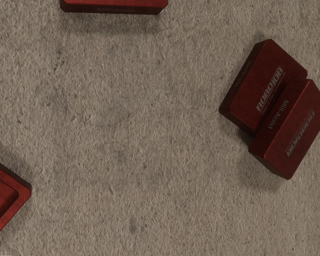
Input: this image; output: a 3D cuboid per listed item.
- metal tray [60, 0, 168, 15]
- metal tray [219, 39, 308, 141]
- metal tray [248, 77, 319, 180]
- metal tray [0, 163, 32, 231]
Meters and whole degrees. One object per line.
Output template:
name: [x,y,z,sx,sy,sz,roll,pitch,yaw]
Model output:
metal tray: [-0.059,-0.192,0.384,0.131,0.030,0.089,-6,92,-20]
metal tray: [0.157,-0.055,0.466,0.090,0.030,0.130,34,79,-17]
metal tray: [0.194,0.002,0.457,0.090,0.030,0.130,37,84,-37]
metal tray: [-0.215,0.091,0.326,0.090,0.030,0.130,42,77,-16]
